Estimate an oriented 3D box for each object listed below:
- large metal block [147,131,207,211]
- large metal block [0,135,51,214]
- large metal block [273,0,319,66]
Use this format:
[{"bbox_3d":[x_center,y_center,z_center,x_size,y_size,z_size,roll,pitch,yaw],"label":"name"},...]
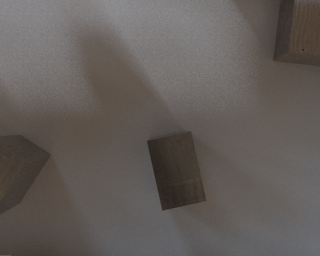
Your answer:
[{"bbox_3d":[0.018,0.048,0.384,0.050,0.080,0.080,-12,90,0],"label":"large metal block"},{"bbox_3d":[-0.191,0.056,0.381,0.050,0.080,0.080,32,90,-1],"label":"large metal block"},{"bbox_3d":[0.201,-0.127,0.402,0.081,0.050,0.079,7,90,-1],"label":"large metal block"}]
